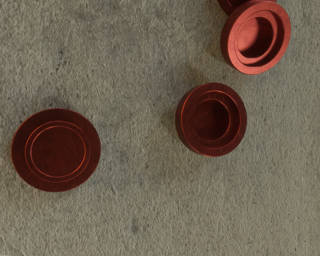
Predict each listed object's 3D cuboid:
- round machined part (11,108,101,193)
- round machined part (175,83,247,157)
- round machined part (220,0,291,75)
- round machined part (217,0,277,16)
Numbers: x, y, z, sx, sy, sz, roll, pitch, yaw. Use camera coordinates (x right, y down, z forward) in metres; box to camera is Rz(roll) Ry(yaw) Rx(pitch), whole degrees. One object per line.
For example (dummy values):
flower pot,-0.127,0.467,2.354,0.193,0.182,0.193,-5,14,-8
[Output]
round machined part,-0.117,0.026,0.357,0.099,0.042,0.097,0,90,-20
round machined part,0.065,-0.011,0.424,0.099,0.042,0.097,0,90,-20
round machined part,0.128,-0.128,0.434,0.099,0.042,0.097,-9,119,-16
round machined part,0.132,-0.208,0.448,0.099,0.042,0.097,0,90,-20
